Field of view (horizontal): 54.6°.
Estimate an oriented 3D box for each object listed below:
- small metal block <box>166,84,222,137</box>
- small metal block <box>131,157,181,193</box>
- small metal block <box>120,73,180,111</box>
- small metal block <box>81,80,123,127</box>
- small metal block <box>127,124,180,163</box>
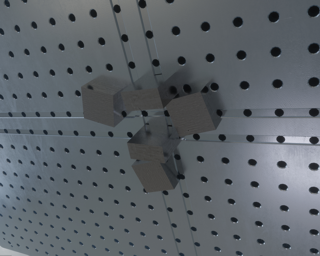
[{"bbox_3d":[0.040,-0.021,0.378,0.050,0.025,0.050,-13,112,33],"label":"small metal block"},{"bbox_3d":[-0.006,0.065,0.455,0.050,0.025,0.050,-15,111,34],"label":"small metal block"},{"bbox_3d":[-0.011,-0.044,0.374,0.050,0.050,0.025,-2,117,29],"label":"small metal block"},{"bbox_3d":[-0.080,-0.034,0.433,0.050,0.025,0.050,16,125,19],"label":"small metal block"},{"bbox_3d":[-0.007,0.020,0.412,0.050,0.050,0.025,5,121,26],"label":"small metal block"}]
